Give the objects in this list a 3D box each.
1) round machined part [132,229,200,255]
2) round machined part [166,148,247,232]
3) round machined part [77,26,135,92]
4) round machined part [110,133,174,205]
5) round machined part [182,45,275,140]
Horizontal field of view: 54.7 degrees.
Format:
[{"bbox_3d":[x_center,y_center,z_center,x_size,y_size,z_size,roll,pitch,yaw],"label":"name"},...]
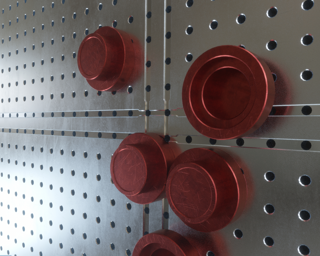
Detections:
[{"bbox_3d":[0.014,0.175,0.385,0.098,0.042,0.097,0,90,39],"label":"round machined part"},{"bbox_3d":[0.046,0.072,0.359,0.098,0.042,0.097,0,90,39],"label":"round machined part"},{"bbox_3d":[-0.088,-0.105,0.468,0.098,0.042,0.097,0,90,39],"label":"round machined part"},{"bbox_3d":[-0.030,0.055,0.421,0.098,0.042,0.097,0,90,39],"label":"round machined part"},{"bbox_3d":[0.076,-0.037,0.335,0.098,0.042,0.097,0,90,39],"label":"round machined part"}]
